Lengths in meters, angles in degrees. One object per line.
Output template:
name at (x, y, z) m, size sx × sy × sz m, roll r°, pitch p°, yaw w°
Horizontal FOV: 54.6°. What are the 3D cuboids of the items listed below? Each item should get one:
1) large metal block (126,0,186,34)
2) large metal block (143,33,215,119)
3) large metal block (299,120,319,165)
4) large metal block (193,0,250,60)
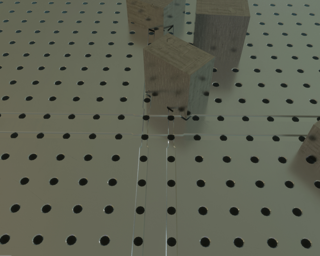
large metal block at (-0.006, -0.232, 0.586) m, size 0.080 × 0.050 × 0.080 m, roll 26°, pitch 55°, yaw 20°
large metal block at (0.024, -0.073, 0.433) m, size 0.080 × 0.080 × 0.050 m, roll 35°, pitch 58°, yaw 26°
large metal block at (0.237, 0.018, 0.377) m, size 0.080 × 0.050 × 0.080 m, roll -29°, pitch 56°, yaw -22°
large metal block at (0.097, -0.162, 0.509) m, size 0.080 × 0.080 × 0.050 m, roll 4°, pitch 50°, yaw 3°
